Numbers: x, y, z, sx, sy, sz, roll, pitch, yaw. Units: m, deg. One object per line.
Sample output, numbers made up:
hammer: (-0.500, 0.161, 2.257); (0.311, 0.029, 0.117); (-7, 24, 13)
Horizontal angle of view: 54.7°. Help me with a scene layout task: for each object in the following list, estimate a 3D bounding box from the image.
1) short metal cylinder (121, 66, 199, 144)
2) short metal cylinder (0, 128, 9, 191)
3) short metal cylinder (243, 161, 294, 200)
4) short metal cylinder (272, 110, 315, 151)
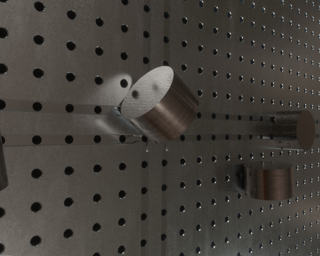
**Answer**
short metal cylinder: (-0.001, -0.028, 0.375); (0.050, 0.080, 0.080); (43, 64, -32)
short metal cylinder: (-0.164, 0.027, 0.237); (0.081, 0.080, 0.050); (-11, 97, -40)
short metal cylinder: (0.186, 0.089, 0.533); (0.081, 0.080, 0.050); (-6, 94, -40)
short metal cylinder: (0.269, 0.005, 0.623); (0.081, 0.050, 0.079); (0, 90, -40)
